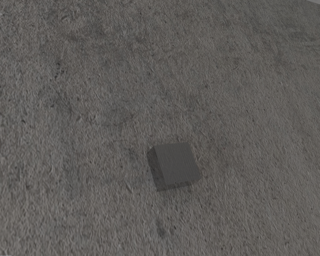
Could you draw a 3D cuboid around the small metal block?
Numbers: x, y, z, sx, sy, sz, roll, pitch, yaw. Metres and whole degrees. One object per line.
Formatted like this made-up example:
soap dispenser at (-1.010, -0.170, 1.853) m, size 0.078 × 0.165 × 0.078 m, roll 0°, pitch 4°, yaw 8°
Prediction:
small metal block at (0.016, 0.047, 0.383) m, size 0.050 × 0.025 × 0.050 m, roll -4°, pitch 64°, yaw -30°
